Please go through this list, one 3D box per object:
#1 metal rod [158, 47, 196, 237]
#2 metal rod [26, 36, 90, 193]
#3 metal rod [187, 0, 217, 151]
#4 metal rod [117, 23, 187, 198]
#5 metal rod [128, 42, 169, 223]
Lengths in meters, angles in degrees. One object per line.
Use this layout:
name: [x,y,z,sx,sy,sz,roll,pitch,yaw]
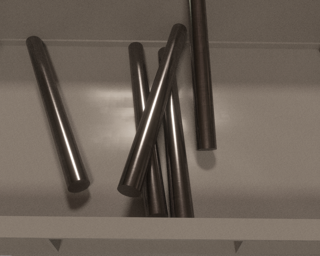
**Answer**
metal rod: [0.017,-0.008,0.411,0.025,0.025,0.300,-2,50,-2]
metal rod: [-0.152,-0.040,0.436,0.025,0.025,0.300,-19,53,-15]
metal rod: [0.053,-0.119,0.417,0.025,0.025,0.299,-2,78,-2]
metal rod: [0.000,-0.047,0.410,0.025,0.025,0.300,10,51,7]
metal rod: [-0.022,-0.019,0.420,0.025,0.025,0.300,-5,50,-5]
